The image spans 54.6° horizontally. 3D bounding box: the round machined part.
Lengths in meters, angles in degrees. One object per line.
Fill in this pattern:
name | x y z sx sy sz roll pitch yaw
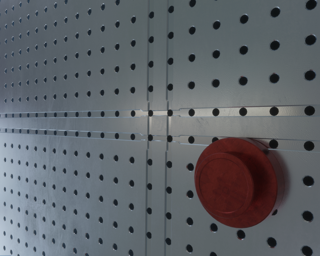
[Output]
round machined part | 0.077 0.059 0.335 0.098 0.042 0.097 0 90 40
